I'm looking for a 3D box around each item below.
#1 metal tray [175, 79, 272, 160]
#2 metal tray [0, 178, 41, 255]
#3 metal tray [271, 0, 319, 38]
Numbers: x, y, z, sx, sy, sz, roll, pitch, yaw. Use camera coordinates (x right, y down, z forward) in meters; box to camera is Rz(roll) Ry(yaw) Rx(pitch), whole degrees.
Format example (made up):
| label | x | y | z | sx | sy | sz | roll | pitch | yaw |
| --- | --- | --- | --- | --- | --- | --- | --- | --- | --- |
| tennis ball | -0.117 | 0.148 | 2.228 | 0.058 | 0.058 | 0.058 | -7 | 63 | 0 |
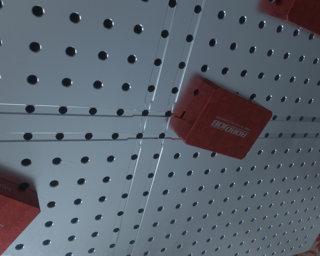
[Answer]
| label | x | y | z | sx | sy | sz | roll | pitch | yaw |
| --- | --- | --- | --- | --- | --- | --- | --- | --- | --- |
| metal tray | 0.097 | -0.008 | 0.458 | 0.131 | 0.030 | 0.089 | 17 | 109 | -35 |
| metal tray | -0.217 | 0.093 | 0.347 | 0.090 | 0.030 | 0.130 | -48 | 130 | 5 |
| metal tray | 0.223 | -0.177 | 0.423 | 0.131 | 0.030 | 0.089 | 7 | 115 | -32 |
